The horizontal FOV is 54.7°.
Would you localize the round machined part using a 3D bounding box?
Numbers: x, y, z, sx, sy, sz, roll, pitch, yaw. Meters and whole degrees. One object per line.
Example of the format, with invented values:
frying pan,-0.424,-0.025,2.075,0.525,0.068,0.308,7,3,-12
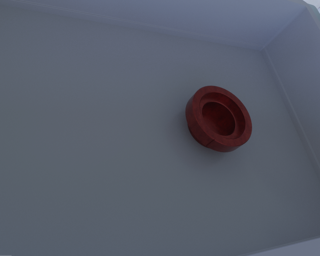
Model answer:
round machined part,0.079,-0.009,0.445,0.099,0.042,0.098,14,56,-21
